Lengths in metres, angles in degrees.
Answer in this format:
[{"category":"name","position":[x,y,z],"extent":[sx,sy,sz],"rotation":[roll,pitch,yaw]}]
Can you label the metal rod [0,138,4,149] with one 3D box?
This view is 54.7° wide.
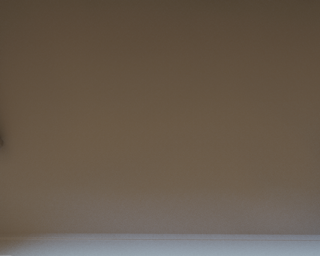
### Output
[{"category":"metal rod","position":[-0.258,-0.067,0.307],"extent":[0.025,0.025,0.299],"rotation":[-15,139,5]}]
